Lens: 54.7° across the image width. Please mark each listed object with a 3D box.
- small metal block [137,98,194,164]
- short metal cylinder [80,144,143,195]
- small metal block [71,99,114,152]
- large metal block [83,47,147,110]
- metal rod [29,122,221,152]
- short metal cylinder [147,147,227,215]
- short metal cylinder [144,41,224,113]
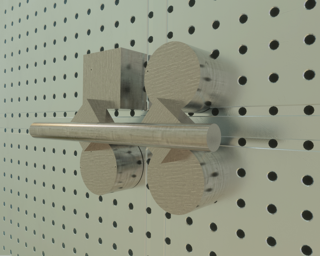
[{"bbox_3d":[0.007,0.003,0.339,0.050,0.025,0.050,48,118,29],"label":"small metal block"},{"bbox_3d":[-0.071,0.053,0.451,0.080,0.050,0.080,0,90,40],"label":"short metal cylinder"},{"bbox_3d":[-0.091,-0.004,0.420,0.050,0.025,0.050,-47,62,29],"label":"small metal block"},{"bbox_3d":[-0.066,-0.066,0.447,0.080,0.050,0.079,2,91,40],"label":"large metal block"},{"bbox_3d":[-0.068,0.006,0.367,0.300,0.025,0.025,1,91,40],"label":"metal rod"},{"bbox_3d":[0.032,0.057,0.367,0.080,0.050,0.080,0,90,40],"label":"short metal cylinder"},{"bbox_3d":[0.028,-0.058,0.370,0.080,0.050,0.080,0,90,40],"label":"short metal cylinder"}]
